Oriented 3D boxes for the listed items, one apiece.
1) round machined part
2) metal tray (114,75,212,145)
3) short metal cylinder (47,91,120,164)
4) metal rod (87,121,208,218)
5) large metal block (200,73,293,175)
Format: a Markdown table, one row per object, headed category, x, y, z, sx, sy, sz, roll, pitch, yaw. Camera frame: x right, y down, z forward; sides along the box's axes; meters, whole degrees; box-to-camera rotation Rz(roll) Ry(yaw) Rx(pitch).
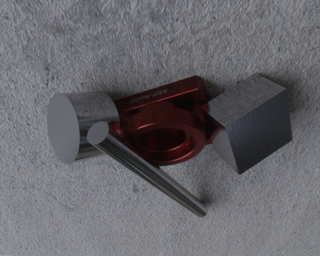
| category | x | y | z | sx | sy | sz | roll | pitch | yaw |
| --- | --- | --- | --- | --- | --- | --- | --- | --- | --- |
| round machined part | 0.002 | 0.005 | 0.370 | 0.099 | 0.042 | 0.098 | -4 | 146 | -3 |
| metal tray | 0.002 | -0.006 | 0.400 | 0.130 | 0.030 | 0.090 | -16 | 129 | 12 |
| short metal cylinder | -0.090 | -0.002 | 0.361 | 0.050 | 0.080 | 0.079 | -10 | 142 | -42 |
| metal rod | 0.005 | 0.073 | 0.413 | 0.025 | 0.025 | 0.300 | -21 | 144 | 17 |
| large metal block | 0.104 | -0.005 | 0.368 | 0.080 | 0.050 | 0.080 | -32 | 128 | -8 |
